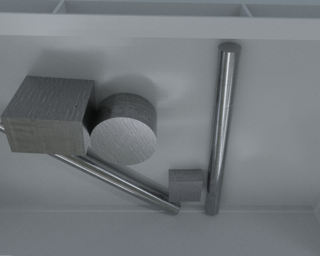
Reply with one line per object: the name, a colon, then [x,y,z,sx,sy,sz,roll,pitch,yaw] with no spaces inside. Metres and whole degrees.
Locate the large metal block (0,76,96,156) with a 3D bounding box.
large metal block: [-0.121,-0.016,0.358,0.081,0.080,0.050,3,130,-3]

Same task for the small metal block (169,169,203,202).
small metal block: [0.039,0.091,0.487,0.050,0.025,0.050,-1,130,0]

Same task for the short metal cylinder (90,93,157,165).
short metal cylinder: [-0.044,0.002,0.394,0.081,0.050,0.079,-1,130,0]

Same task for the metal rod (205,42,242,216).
metal rod: [0.082,0.026,0.432,0.025,0.025,0.298,-2,130,1]

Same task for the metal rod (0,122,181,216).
metal rod: [-0.088,0.064,0.462,0.301,0.025,0.025,32,123,-25]
